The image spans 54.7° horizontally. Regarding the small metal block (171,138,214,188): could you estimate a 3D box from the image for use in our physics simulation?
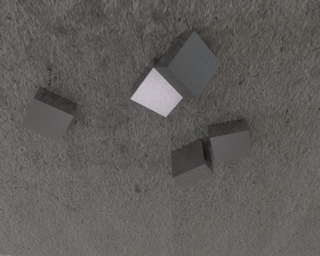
[{"bbox_3d":[0.044,0.048,0.432,0.050,0.050,0.025,-27,125,21],"label":"small metal block"}]

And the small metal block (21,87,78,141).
[{"bbox_3d":[-0.139,-0.017,0.392,0.050,0.025,0.050,26,126,-21],"label":"small metal block"}]

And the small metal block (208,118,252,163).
[{"bbox_3d":[0.096,0.018,0.423,0.050,0.025,0.050,-12,129,9],"label":"small metal block"}]

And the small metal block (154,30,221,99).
[{"bbox_3d":[0.031,-0.067,0.332,0.050,0.025,0.050,42,75,-30],"label":"small metal block"}]

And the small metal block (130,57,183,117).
[{"bbox_3d":[0.000,-0.047,0.367,0.050,0.025,0.050,27,125,-21],"label":"small metal block"}]
